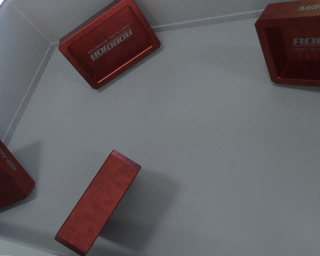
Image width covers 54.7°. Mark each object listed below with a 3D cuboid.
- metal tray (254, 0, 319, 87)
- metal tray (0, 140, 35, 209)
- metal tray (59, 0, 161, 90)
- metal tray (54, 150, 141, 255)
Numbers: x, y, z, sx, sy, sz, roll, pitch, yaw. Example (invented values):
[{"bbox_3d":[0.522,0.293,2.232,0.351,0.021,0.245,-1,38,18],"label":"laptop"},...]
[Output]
[{"bbox_3d":[0.171,-0.082,0.310,0.130,0.090,0.030,13,59,42],"label":"metal tray"},{"bbox_3d":[-0.254,0.056,0.436,0.090,0.130,0.030,-23,23,14],"label":"metal tray"},{"bbox_3d":[-0.077,-0.131,0.479,0.130,0.090,0.030,-33,35,6],"label":"metal tray"},{"bbox_3d":[-0.060,0.075,0.327,0.030,0.130,0.090,32,77,0],"label":"metal tray"}]
